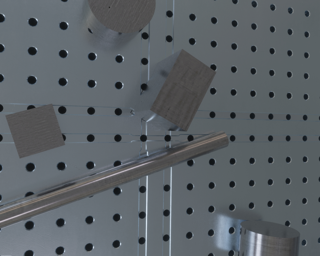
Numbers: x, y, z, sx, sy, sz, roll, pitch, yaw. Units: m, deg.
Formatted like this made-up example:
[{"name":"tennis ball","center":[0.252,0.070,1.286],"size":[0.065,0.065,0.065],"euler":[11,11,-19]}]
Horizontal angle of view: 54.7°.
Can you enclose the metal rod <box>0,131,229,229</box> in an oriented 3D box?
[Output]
[{"name":"metal rod","center":[-0.044,0.058,0.396],"size":[0.302,0.025,0.025],"euler":[-17,96,-19]}]

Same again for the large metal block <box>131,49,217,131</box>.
[{"name":"large metal block","center":[0.014,-0.043,0.389],"size":[0.050,0.080,0.080],"euler":[30,80,-18]}]

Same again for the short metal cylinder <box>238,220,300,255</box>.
[{"name":"short metal cylinder","center":[0.154,0.168,0.441],"size":[0.081,0.080,0.050],"euler":[6,88,-20]}]

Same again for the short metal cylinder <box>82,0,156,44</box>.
[{"name":"short metal cylinder","center":[-0.052,-0.150,0.380],"size":[0.081,0.050,0.079],"euler":[0,90,-20]}]

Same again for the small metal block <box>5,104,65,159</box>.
[{"name":"small metal block","center":[-0.144,0.003,0.360],"size":[0.050,0.025,0.050],"euler":[-18,96,-19]}]
